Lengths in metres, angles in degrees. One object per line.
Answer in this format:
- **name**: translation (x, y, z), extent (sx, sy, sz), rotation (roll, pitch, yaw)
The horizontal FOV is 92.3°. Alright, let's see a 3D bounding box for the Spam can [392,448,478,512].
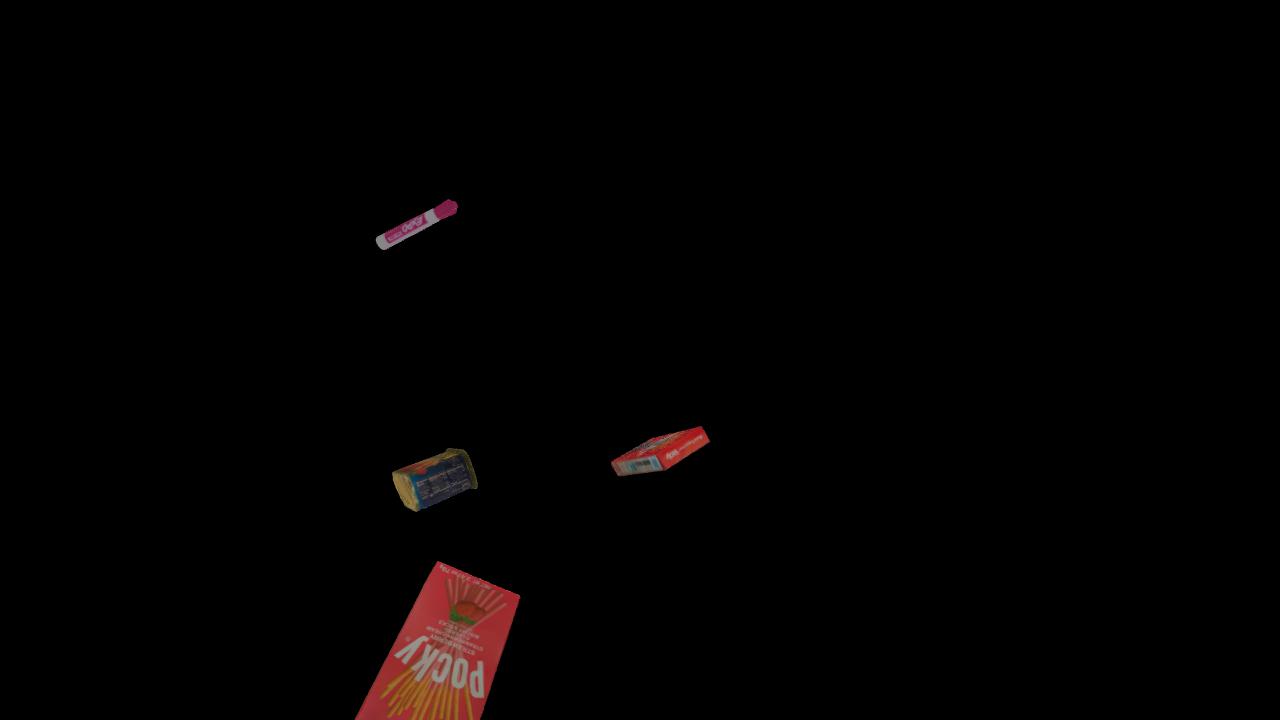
- **Spam can**: translation (-0.283, 0.164, 0.844), extent (0.085, 0.058, 0.101), rotation (-21, 6, -33)

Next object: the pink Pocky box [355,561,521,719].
- **pink Pocky box**: translation (-0.156, 0.239, 0.491), extent (0.084, 0.029, 0.155), rotation (26, 26, -7)

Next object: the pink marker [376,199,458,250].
- **pink marker**: translation (-0.280, -0.171, 0.774), extent (0.121, 0.020, 0.020), rotation (-21, -6, 17)

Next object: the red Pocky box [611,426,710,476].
- **red Pocky box**: translation (0.026, 0.131, 0.871), extent (0.083, 0.028, 0.155), rotation (-26, 0, -29)
